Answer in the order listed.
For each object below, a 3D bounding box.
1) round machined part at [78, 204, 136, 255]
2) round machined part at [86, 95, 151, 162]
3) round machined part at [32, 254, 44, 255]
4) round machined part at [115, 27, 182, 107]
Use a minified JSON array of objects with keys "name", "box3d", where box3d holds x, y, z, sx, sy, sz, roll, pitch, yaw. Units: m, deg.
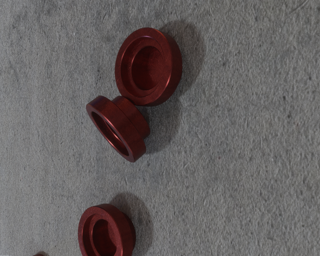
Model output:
[{"name":"round machined part","box3d":[-0.074,0.160,0.455,0.098,0.042,0.097,0,90,40]},{"name":"round machined part","box3d":[-0.051,-0.004,0.414,0.098,0.042,0.098,42,160,20]},{"name":"round machined part","box3d":[-0.246,0.300,0.598,0.098,0.042,0.097,0,90,40]},{"name":"round machined part","box3d":[-0.010,-0.076,0.402,0.098,0.042,0.097,0,90,40]}]
